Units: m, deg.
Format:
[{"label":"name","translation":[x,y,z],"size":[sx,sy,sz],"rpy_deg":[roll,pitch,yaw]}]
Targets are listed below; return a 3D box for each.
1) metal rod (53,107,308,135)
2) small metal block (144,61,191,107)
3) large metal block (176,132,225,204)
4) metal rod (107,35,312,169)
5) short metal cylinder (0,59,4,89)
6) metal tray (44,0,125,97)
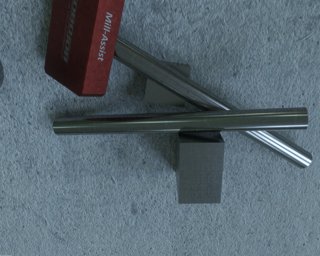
[{"label":"metal rod","translation":[0.012,-0.006,0.372],"size":[0.301,0.025,0.025],"rpy_deg":[-2,111,14]},{"label":"small metal block","translation":[0.009,-0.057,0.389],"size":[0.050,0.025,0.050],"rpy_deg":[8,110,-3]},{"label":"large metal block","translation":[0.047,0.040,0.396],"size":[0.050,0.080,0.079],"rpy_deg":[0,110,0]},{"label":"metal rod","translation":[0.068,-0.026,0.378],"size":[0.301,0.025,0.025],"rpy_deg":[29,108,-16]},{"label":"short metal cylinder","translation":[-0.239,-0.066,0.369],"size":[0.081,0.050,0.079],"rpy_deg":[0,110,-1]},{"label":"metal tray","translation":[-0.084,-0.109,0.335],"size":[0.030,0.090,0.129],"rpy_deg":[-5,118,-45]}]
